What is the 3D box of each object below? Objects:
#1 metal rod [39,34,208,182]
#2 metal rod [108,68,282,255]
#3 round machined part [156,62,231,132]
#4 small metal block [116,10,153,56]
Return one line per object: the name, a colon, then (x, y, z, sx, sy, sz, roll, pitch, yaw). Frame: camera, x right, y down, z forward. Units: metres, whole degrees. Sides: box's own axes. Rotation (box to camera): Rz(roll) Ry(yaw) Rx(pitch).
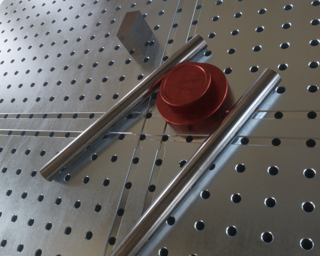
metal rod: (-0.052, -0.029, 0.451, 0.300, 0.025, 0.025, -41, 51, 0)
metal rod: (0.039, 0.049, 0.356, 0.300, 0.025, 0.025, -49, 52, -7)
round machined part: (0.039, -0.047, 0.405, 0.098, 0.042, 0.098, -13, 56, 20)
small metal block: (-0.040, -0.153, 0.506, 0.025, 0.050, 0.050, 3, 63, 29)
